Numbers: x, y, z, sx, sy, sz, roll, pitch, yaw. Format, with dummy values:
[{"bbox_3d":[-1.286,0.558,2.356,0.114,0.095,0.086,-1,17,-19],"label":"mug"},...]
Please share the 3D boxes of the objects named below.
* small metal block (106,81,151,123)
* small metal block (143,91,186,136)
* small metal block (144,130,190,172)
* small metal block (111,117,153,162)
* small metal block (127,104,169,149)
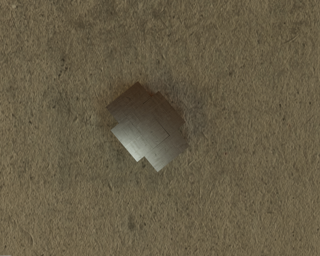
[{"bbox_3d":[-0.038,-0.031,0.398,0.050,0.050,0.025,-39,90,0],"label":"small metal block"},{"bbox_3d":[0.005,-0.018,0.398,0.025,0.050,0.050,-41,91,0],"label":"small metal block"},{"bbox_3d":[0.009,0.028,0.398,0.050,0.050,0.025,-39,90,0],"label":"small metal block"},{"bbox_3d":[-0.034,0.014,0.398,0.025,0.050,0.050,-40,91,0],"label":"small metal block"},{"bbox_3d":[-0.014,-0.002,0.398,0.025,0.050,0.050,-40,91,0],"label":"small metal block"}]
